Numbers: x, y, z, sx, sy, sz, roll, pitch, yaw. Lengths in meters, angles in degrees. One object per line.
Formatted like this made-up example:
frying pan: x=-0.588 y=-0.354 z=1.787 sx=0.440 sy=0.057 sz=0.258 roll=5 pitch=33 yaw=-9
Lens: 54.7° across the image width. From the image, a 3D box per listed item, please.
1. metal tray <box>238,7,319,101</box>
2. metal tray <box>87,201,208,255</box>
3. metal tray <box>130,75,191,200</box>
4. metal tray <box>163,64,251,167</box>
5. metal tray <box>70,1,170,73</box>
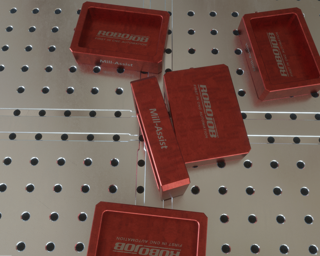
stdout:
metal tray: x=0.175 y=-0.110 z=0.451 sx=0.091 sy=0.030 sz=0.129 roll=-9 pitch=70 yaw=-4
metal tray: x=-0.014 y=0.138 z=0.358 sx=0.131 sy=0.030 sz=0.090 roll=6 pitch=70 yaw=2
metal tray: x=-0.002 y=0.015 z=0.371 sx=0.030 sy=0.090 sz=0.130 roll=-15 pitch=71 yaw=-6
metal tray: x=0.059 y=-0.018 z=0.416 sx=0.091 sy=0.030 sz=0.129 roll=-9 pitch=70 yaw=-4
metal tray: x=-0.056 y=-0.134 z=0.457 sx=0.131 sy=0.030 sz=0.090 roll=8 pitch=70 yaw=2
